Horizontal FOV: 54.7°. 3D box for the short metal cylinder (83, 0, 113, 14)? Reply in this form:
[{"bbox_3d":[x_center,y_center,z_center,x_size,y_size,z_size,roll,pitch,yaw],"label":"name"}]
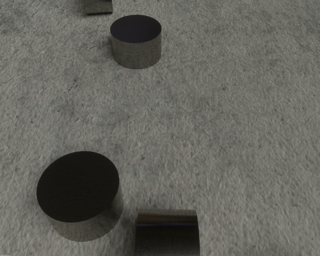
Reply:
[{"bbox_3d":[-0.119,-0.259,0.584,0.050,0.080,0.080,-7,51,-6],"label":"short metal cylinder"}]

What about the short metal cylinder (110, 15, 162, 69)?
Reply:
[{"bbox_3d":[-0.038,-0.141,0.505,0.081,0.050,0.080,0,50,0],"label":"short metal cylinder"}]

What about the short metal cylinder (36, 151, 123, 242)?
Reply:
[{"bbox_3d":[-0.081,0.071,0.326,0.081,0.050,0.080,0,50,0],"label":"short metal cylinder"}]

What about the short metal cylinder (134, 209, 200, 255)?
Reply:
[{"bbox_3d":[0.006,0.113,0.273,0.050,0.080,0.080,1,50,1],"label":"short metal cylinder"}]
